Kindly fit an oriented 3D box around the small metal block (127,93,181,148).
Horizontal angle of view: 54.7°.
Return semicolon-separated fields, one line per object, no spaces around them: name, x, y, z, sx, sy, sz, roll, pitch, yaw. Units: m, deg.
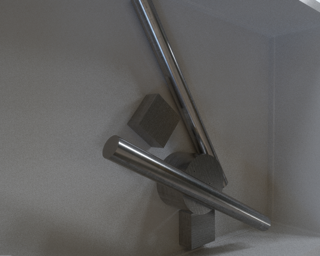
small metal block;-0.007;-0.009;0.403;0.050;0.025;0.050;46;63;-31

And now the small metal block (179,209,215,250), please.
small metal block;0.055;0.144;0.455;0.050;0.025;0.050;-1;91;-40

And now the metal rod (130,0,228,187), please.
metal rod;0.035;-0.038;0.437;0.025;0.025;0.299;-39;114;-33

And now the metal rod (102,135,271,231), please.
metal rod;0.056;0.082;0.390;0.301;0.025;0.025;32;70;-36

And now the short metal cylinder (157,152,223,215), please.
short metal cylinder;0.042;0.074;0.428;0.081;0.050;0.079;0;90;-40
